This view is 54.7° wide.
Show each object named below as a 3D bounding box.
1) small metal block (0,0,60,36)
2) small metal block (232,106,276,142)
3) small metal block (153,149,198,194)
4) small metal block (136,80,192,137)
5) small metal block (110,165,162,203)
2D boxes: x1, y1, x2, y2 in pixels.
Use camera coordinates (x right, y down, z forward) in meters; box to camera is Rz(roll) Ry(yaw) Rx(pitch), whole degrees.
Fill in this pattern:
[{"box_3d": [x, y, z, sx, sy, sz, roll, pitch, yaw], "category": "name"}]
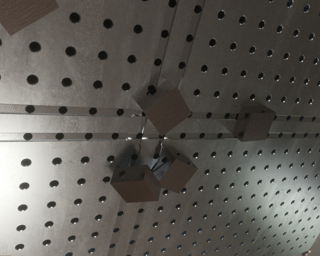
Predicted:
[{"box_3d": [-0.126, -0.118, 0.270, 0.050, 0.025, 0.050, -34, 129, -6], "category": "small metal block"}, {"box_3d": [0.149, -0.007, 0.491, 0.050, 0.025, 0.050, -3, 120, -28], "category": "small metal block"}, {"box_3d": [0.020, 0.066, 0.466, 0.050, 0.025, 0.050, 28, 103, -38], "category": "small metal block"}, {"box_3d": [0.006, -0.025, 0.401, 0.050, 0.025, 0.050, -37, 130, -4], "category": "small metal block"}, {"box_3d": [-0.032, 0.078, 0.427, 0.050, 0.025, 0.050, -9, 133, 22], "category": "small metal block"}]
